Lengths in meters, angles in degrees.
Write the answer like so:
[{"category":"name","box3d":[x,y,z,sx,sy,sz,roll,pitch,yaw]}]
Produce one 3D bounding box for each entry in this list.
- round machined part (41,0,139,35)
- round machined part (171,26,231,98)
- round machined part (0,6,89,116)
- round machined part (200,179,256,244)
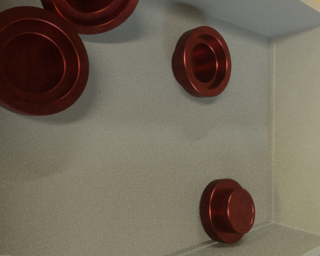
[{"category":"round machined part","box3d":[-0.072,-0.147,0.312,0.099,0.097,0.042,6,50,-40]},{"category":"round machined part","box3d":[0.055,-0.092,0.444,0.099,0.042,0.097,0,90,-40]},{"category":"round machined part","box3d":[-0.122,-0.060,0.294,0.099,0.042,0.097,0,90,-40]},{"category":"round machined part","box3d":[0.111,0.128,0.481,0.099,0.042,0.098,11,73,-39]}]
